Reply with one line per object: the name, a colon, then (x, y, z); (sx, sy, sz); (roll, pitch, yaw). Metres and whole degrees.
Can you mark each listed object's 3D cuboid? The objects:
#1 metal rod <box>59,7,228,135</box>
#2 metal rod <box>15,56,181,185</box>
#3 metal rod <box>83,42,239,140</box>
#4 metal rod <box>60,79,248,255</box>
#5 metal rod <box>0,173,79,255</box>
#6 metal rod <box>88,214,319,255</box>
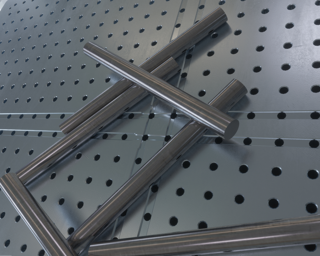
metal rod: (-0.028, -0.084, 0.475); (0.300, 0.025, 0.025); (-36, 51, 4)
metal rod: (-0.097, -0.006, 0.464); (0.300, 0.025, 0.025); (-36, 51, 4)
metal rod: (-0.020, -0.065, 0.425); (0.300, 0.025, 0.025); (35, 81, 38)
metal rod: (-0.008, 0.051, 0.382); (0.300, 0.025, 0.025); (-44, 51, -2)
metal rod: (-0.100, 0.149, 0.342); (0.300, 0.025, 0.025); (37, 83, 30)
metal rod: (0.061, 0.111, 0.308); (0.300, 0.025, 0.025); (-14, 56, 20)
